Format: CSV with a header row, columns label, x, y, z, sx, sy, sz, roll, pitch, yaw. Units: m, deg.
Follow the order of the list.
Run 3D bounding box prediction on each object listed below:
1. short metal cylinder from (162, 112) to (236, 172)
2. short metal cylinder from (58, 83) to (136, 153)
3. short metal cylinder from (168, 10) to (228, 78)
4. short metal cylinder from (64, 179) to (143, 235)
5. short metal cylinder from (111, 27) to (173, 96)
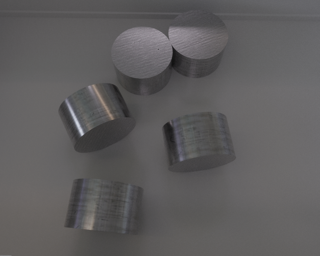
label,x,y,z,sx,sy,sz,roll,pitch,yaw
short metal cylinder,0.046,0.019,0.373,0.081,0.080,0.050,-8,70,-3
short metal cylinder,-0.077,-0.011,0.384,0.080,0.080,0.050,-26,72,-9
short metal cylinder,0.052,-0.118,0.440,0.081,0.050,0.080,0,70,0
short metal cylinder,-0.061,0.090,0.347,0.080,0.080,0.050,6,70,2
short metal cylinder,-0.024,-0.092,0.430,0.081,0.050,0.080,0,70,0
